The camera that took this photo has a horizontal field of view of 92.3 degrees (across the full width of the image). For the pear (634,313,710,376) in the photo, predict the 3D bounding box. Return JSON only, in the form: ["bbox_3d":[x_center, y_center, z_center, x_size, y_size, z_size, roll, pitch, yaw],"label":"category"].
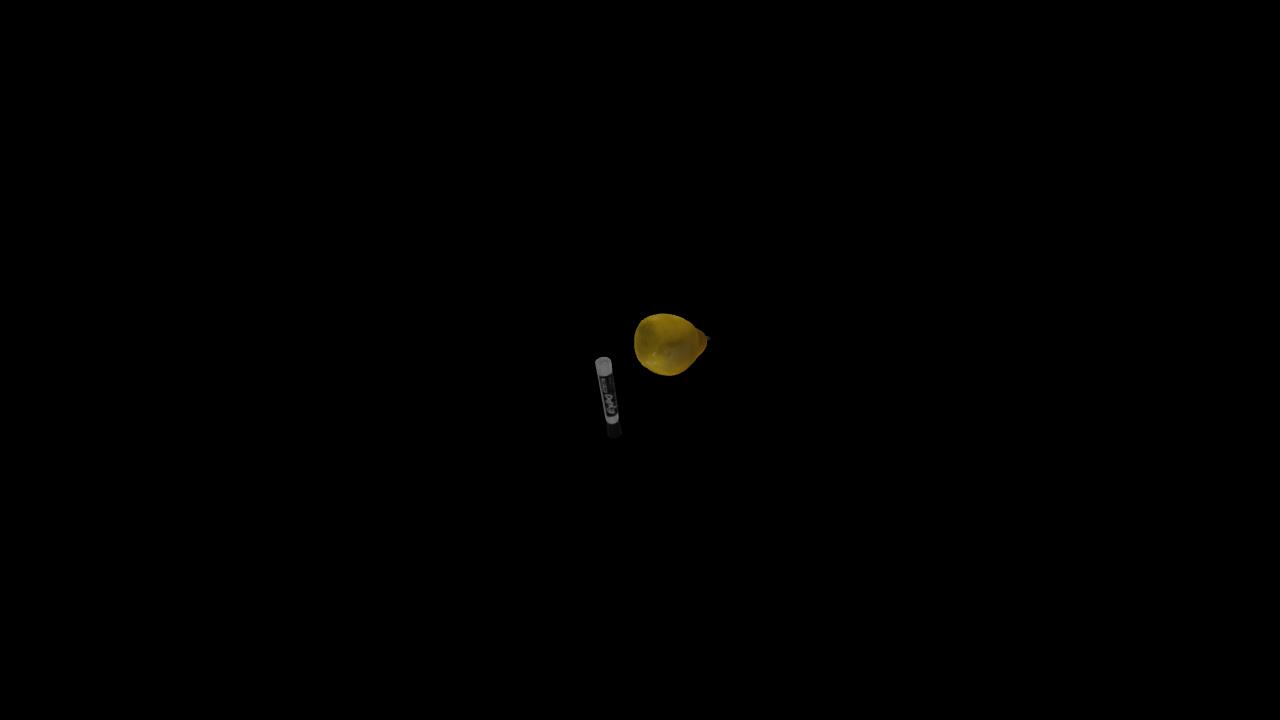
[{"bbox_3d":[0.050,-0.018,0.740,0.111,0.080,0.080,1,-1,-31],"label":"pear"}]

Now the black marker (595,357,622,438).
[{"bbox_3d":[-0.037,0.049,0.743,0.020,0.121,0.020,-4,38,3],"label":"black marker"}]
